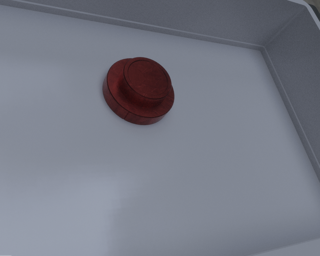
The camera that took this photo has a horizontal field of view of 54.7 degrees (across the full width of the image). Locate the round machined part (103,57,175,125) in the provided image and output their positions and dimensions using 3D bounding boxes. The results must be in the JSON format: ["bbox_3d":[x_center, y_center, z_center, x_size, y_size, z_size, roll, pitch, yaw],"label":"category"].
[{"bbox_3d":[-0.024,-0.056,0.418,0.099,0.042,0.098,14,56,-21],"label":"round machined part"}]
